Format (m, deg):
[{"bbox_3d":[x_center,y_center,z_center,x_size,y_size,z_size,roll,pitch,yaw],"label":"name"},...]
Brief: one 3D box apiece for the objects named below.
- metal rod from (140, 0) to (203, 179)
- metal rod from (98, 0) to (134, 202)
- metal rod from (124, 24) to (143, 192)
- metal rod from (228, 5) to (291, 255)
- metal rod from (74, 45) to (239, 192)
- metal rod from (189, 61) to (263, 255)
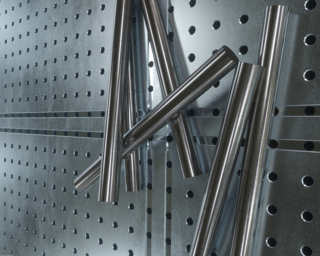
[{"bbox_3d":[0.006,-0.084,0.404,0.025,0.025,0.299,-22,76,38],"label":"metal rod"},{"bbox_3d":[-0.055,-0.058,0.405,0.025,0.025,0.299,-5,77,40],"label":"metal rod"},{"bbox_3d":[-0.046,-0.061,0.448,0.025,0.025,0.299,-6,86,40],"label":"metal rod"},{"bbox_3d":[0.100,0.028,0.326,0.025,0.025,0.298,11,97,39],"label":"metal rod"},{"bbox_3d":[-0.024,0.006,0.396,0.299,0.025,0.025,-40,66,33],"label":"metal rod"},{"bbox_3d":[0.061,0.078,0.344,0.025,0.025,0.298,23,109,38],"label":"metal rod"}]
